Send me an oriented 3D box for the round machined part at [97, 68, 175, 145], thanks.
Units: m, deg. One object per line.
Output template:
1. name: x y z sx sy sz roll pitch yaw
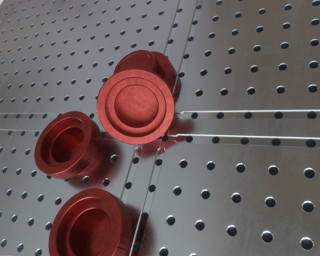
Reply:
1. round machined part: -0.030 -0.030 0.407 0.098 0.098 0.042 -30 11 8

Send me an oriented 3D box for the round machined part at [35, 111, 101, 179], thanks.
1. round machined part: -0.126 0.028 0.444 0.098 0.042 0.098 -13 56 20

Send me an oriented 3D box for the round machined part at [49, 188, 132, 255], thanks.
1. round machined part: -0.075 0.124 0.360 0.098 0.042 0.098 -13 56 20

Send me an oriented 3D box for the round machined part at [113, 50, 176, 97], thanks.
1. round machined part: -0.029 -0.076 0.458 0.098 0.042 0.098 -13 56 21
